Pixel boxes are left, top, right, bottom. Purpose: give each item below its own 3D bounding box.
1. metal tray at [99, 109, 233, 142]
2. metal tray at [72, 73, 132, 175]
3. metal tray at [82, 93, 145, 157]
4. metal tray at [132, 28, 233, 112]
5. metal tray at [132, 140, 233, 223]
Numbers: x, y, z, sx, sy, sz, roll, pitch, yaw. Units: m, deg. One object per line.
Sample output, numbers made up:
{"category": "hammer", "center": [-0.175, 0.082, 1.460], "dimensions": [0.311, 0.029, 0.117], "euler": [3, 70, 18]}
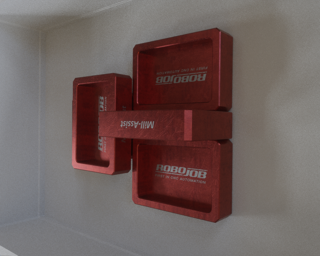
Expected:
{"category": "metal tray", "center": [0.005, -0.004, 0.356], "dimensions": [0.130, 0.091, 0.030], "euler": [1, 91, 39]}
{"category": "metal tray", "center": [-0.081, -0.006, 0.426], "dimensions": [0.090, 0.030, 0.129], "euler": [2, 91, 39]}
{"category": "metal tray", "center": [-0.080, -0.003, 0.463], "dimensions": [0.130, 0.030, 0.089], "euler": [1, 90, 39]}
{"category": "metal tray", "center": [0.023, -0.064, 0.381], "dimensions": [0.130, 0.030, 0.089], "euler": [1, 91, 39]}
{"category": "metal tray", "center": [0.023, 0.056, 0.381], "dimensions": [0.130, 0.030, 0.089], "euler": [1, 91, 39]}
